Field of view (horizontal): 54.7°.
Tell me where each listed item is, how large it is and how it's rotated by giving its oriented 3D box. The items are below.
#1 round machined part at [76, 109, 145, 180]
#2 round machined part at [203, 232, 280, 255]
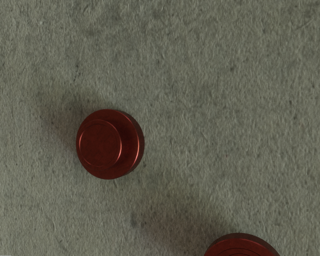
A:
[{"bbox_3d":[-0.075,0.022,0.425,0.098,0.042,0.097,0,90,19],"label":"round machined part"},{"bbox_3d":[0.098,0.172,0.365,0.098,0.042,0.097,0,90,19],"label":"round machined part"}]
